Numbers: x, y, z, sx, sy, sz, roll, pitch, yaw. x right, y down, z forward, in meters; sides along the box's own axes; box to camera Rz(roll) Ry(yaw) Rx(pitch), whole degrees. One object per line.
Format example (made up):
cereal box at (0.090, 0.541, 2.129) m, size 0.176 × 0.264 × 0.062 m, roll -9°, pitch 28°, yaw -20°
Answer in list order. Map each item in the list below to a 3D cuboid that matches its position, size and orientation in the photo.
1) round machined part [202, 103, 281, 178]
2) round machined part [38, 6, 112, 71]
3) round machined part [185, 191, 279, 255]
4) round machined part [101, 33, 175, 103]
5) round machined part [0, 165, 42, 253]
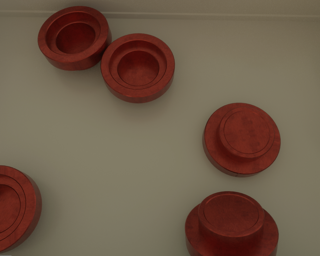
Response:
round machined part at (0.106, 0.011, 0.398) m, size 0.099 × 0.042 × 0.098 m, roll 0°, pitch 70°, yaw -1°
round machined part at (-0.117, -0.121, 0.439) m, size 0.099 × 0.042 × 0.098 m, roll -2°, pitch 66°, yaw 5°
round machined part at (0.076, 0.106, 0.334) m, size 0.099 × 0.042 × 0.098 m, roll -4°, pitch 27°, yaw 2°
round machined part at (-0.029, -0.078, 0.429) m, size 0.099 × 0.042 × 0.098 m, roll 0°, pitch 70°, yaw -1°
round machined part at (-0.188, 0.096, 0.363) m, size 0.099 × 0.042 × 0.098 m, roll 0°, pitch 70°, yaw -1°
